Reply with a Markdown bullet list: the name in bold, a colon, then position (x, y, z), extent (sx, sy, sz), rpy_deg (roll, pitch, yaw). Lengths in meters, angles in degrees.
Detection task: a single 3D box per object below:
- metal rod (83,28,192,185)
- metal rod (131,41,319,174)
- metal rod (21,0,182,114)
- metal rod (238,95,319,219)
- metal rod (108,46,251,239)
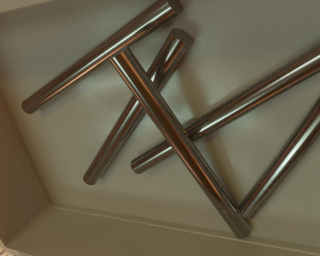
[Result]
- **metal rod**: position (-0.047, -0.007, 0.427), extent (0.025, 0.025, 0.298), rpy_deg (39, 129, 2)
- **metal rod**: position (0.065, -0.009, 0.367), extent (0.299, 0.025, 0.025), rpy_deg (-34, 100, 38)
- **metal rod**: position (-0.097, -0.081, 0.407), extent (0.299, 0.025, 0.025), rpy_deg (-23, 106, 36)
- **metal rod**: position (0.158, 0.001, 0.325), extent (0.025, 0.025, 0.298), rpy_deg (28, 128, 10)
- **metal rod**: position (0.037, 0.034, 0.378), extent (0.025, 0.025, 0.299), rpy_deg (-18, 119, 35)
